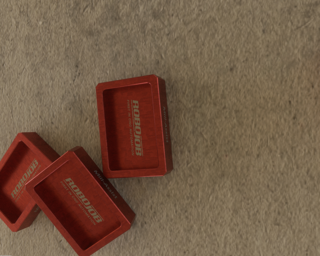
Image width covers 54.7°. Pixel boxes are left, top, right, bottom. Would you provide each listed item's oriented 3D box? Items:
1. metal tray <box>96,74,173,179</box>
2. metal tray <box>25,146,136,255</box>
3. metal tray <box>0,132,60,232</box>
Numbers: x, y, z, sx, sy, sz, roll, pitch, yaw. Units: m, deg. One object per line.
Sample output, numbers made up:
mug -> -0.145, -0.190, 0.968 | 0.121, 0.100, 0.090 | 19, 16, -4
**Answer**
metal tray -> -0.035, 0.000, 0.417 | 0.090, 0.030, 0.129 | -6, 88, 19
metal tray -> -0.108, 0.101, 0.424 | 0.090, 0.030, 0.130 | -37, 92, 12
metal tray -> -0.209, 0.082, 0.478 | 0.090, 0.030, 0.130 | 40, 102, 15
